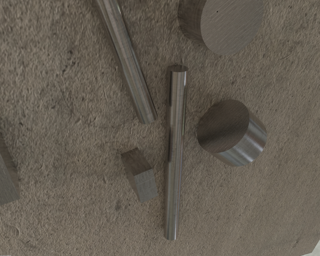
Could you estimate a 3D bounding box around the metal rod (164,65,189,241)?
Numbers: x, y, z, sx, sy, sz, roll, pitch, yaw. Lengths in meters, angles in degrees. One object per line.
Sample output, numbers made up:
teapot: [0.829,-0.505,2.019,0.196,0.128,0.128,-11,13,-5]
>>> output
metal rod: [0.020,0.055,0.452,0.025,0.025,0.298,-13,124,-21]

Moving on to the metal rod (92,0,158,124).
metal rod: [-0.053,-0.125,0.300,0.025,0.025,0.299,-28,128,-11]

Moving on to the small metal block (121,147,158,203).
small metal block: [-0.028,0.063,0.415,0.025,0.050,0.050,-21,127,-16]

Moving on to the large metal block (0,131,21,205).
large metal block: [-0.196,0.040,0.309,0.081,0.050,0.079,-17,126,-19]

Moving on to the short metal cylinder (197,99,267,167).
short metal cylinder: [0.099,0.007,0.430,0.050,0.080,0.080,34,99,-39]

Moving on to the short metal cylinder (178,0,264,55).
short metal cylinder: [0.067,-0.128,0.348,0.081,0.050,0.079,-14,124,-21]
